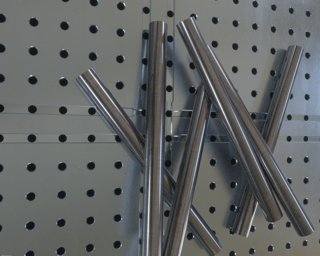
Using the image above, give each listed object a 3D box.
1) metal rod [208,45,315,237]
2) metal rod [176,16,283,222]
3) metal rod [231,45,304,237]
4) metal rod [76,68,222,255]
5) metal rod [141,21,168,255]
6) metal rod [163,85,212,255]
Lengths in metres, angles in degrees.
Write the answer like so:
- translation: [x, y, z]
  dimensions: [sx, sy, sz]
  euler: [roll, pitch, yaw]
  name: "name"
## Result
- translation: [0.135, 0.019, 0.440]
  dimensions: [0.025, 0.025, 0.299]
  euler: [-31, 92, -17]
  name: "metal rod"
- translation: [0.098, -0.004, 0.420]
  dimensions: [0.025, 0.025, 0.299]
  euler: [-30, 100, -18]
  name: "metal rod"
- translation: [0.166, 0.015, 0.473]
  dimensions: [0.025, 0.025, 0.299]
  euler: [22, 83, -19]
  name: "metal rod"
- translation: [-0.007, 0.053, 0.409]
  dimensions: [0.025, 0.025, 0.300]
  euler: [-39, 103, -16]
  name: "metal rod"
- translation: [-0.006, 0.011, 0.386]
  dimensions: [0.025, 0.025, 0.299]
  euler: [5, 79, -20]
  name: "metal rod"
- translation: [0.030, 0.085, 0.396]
  dimensions: [0.025, 0.025, 0.299]
  euler: [20, 73, -19]
  name: "metal rod"
